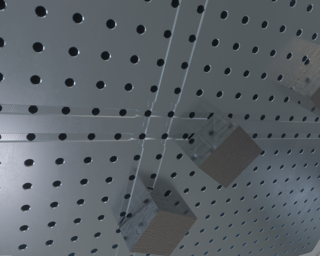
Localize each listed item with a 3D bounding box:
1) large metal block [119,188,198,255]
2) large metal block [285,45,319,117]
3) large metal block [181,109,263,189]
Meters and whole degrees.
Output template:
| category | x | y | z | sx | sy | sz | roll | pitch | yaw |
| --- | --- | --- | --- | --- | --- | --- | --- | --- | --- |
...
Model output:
| category | x | y | z | sx | sy | sz | roll | pitch | yaw |
| --- | --- | --- | --- | --- | --- | --- | --- | --- | --- |
| large metal block | -0.003 | 0.148 | 0.484 | 0.080 | 0.050 | 0.080 | 24 | 105 | -37 |
| large metal block | 0.261 | -0.070 | 0.493 | 0.080 | 0.050 | 0.080 | 31 | 101 | -38 |
| large metal block | 0.093 | 0.032 | 0.465 | 0.080 | 0.050 | 0.080 | -47 | 129 | 5 |
